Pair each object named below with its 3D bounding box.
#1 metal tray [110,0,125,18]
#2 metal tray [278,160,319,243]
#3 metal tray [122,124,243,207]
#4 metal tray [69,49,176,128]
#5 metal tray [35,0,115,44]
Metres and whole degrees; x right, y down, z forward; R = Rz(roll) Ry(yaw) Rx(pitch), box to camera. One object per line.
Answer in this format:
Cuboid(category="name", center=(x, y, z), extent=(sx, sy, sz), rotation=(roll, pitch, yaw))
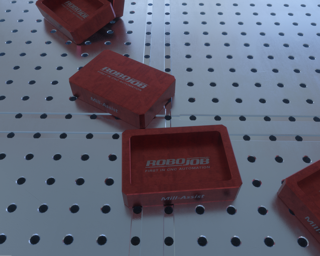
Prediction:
Cuboid(category="metal tray", center=(-0.123, -0.274, 0.590), extent=(0.130, 0.089, 0.030), rotation=(32, 41, 23))
Cuboid(category="metal tray", center=(0.205, 0.093, 0.328), extent=(0.091, 0.030, 0.130), rotation=(-23, 54, -18))
Cuboid(category="metal tray", center=(0.021, 0.042, 0.369), extent=(0.131, 0.030, 0.090), rotation=(-3, 50, -3))
Cuboid(category="metal tray", center=(-0.054, -0.062, 0.456), extent=(0.130, 0.030, 0.090), rotation=(26, 54, 19))
Cuboid(category="metal tray", center=(-0.157, -0.218, 0.570), extent=(0.090, 0.030, 0.130), rotation=(-42, 61, -13))
